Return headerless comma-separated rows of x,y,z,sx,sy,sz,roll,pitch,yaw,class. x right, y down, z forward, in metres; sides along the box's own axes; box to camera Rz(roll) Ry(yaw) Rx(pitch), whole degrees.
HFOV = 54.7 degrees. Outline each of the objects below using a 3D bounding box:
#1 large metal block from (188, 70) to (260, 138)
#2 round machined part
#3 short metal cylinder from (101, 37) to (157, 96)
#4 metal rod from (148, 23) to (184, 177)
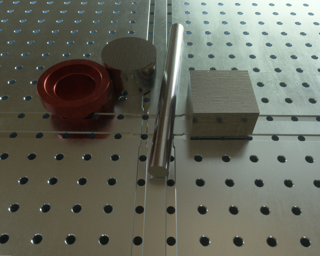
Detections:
0.081,-0.033,0.420,0.081,0.050,0.080,0,50,0,large metal block
-0.118,-0.051,0.438,0.099,0.042,0.098,0,50,0,round machined part
-0.045,-0.094,0.470,0.080,0.050,0.080,0,50,0,short metal cylinder
0.014,-0.063,0.460,0.025,0.025,0.300,5,50,4,metal rod
